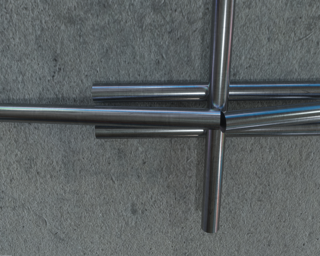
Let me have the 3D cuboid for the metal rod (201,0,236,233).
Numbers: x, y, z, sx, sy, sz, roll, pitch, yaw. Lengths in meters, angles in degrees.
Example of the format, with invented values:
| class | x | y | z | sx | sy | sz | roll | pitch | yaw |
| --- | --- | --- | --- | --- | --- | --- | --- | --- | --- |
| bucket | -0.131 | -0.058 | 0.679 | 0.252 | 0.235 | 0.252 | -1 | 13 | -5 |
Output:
| class | x | y | z | sx | sy | sz | roll | pitch | yaw |
| --- | --- | --- | --- | --- | --- | --- | --- | --- | --- |
| metal rod | 0.070 | 0.001 | 0.386 | 0.025 | 0.025 | 0.298 | 0 | 110 | 0 |

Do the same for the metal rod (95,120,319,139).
| class | x | y | z | sx | sy | sz | roll | pitch | yaw |
| --- | --- | --- | --- | --- | --- | --- | --- | --- | --- |
| metal rod | 0.067 | 0.000 | 0.411 | 0.302 | 0.025 | 0.025 | -1 | 110 | -1 |

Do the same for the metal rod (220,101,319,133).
| class | x | y | z | sx | sy | sz | roll | pitch | yaw |
| --- | --- | --- | --- | --- | --- | --- | --- | --- | --- |
| metal rod | 0.220 | -0.023 | 0.379 | 0.302 | 0.025 | 0.025 | -6 | 111 | -9 |

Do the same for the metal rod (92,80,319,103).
| class | x | y | z | sx | sy | sz | roll | pitch | yaw |
| --- | --- | --- | --- | --- | --- | --- | --- | --- | --- |
| metal rod | 0.067 | -0.046 | 0.394 | 0.302 | 0.025 | 0.025 | -1 | 110 | -1 |

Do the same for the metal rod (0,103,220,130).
| class | x | y | z | sx | sy | sz | roll | pitch | yaw |
| --- | --- | --- | --- | --- | --- | --- | --- | --- | --- |
| metal rod | -0.080 | -0.015 | 0.377 | 0.302 | 0.025 | 0.025 | 2 | 111 | 9 |
